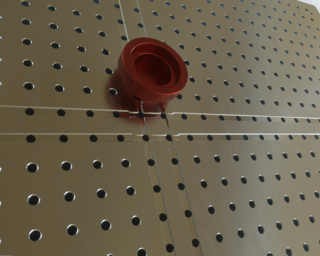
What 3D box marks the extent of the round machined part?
[{"bbox_3d":[-0.013,-0.077,0.439,0.099,0.042,0.098,14,56,-21],"label":"round machined part"}]
